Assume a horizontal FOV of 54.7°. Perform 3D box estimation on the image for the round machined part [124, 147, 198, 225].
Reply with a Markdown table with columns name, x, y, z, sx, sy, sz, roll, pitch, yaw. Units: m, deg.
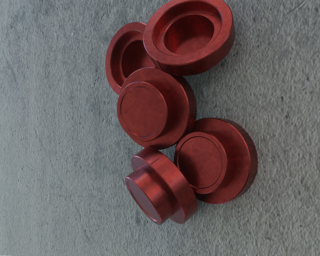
| name | x | y | z | sx | sy | sz | roll | pitch | yaw |
| --- | --- | --- | --- | --- | --- | --- | --- | --- | --- |
| round machined part | -0.005 | 0.074 | 0.365 | 0.098 | 0.042 | 0.097 | 43 | 154 | 27 |

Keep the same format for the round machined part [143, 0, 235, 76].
| name | x | y | z | sx | sy | sz | roll | pitch | yaw |
| --- | --- | --- | --- | --- | --- | --- | --- | --- | --- |
| round machined part | 0.034 | -0.099 | 0.347 | 0.098 | 0.042 | 0.098 | -8 | 62 | 16 |

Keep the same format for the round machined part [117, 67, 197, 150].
| name | x | y | z | sx | sy | sz | roll | pitch | yaw |
| --- | --- | --- | --- | --- | --- | --- | --- | --- | --- |
| round machined part | -0.011 | -0.021 | 0.359 | 0.098 | 0.042 | 0.097 | 7 | 104 | 30 |

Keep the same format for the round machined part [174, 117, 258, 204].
| name | x | y | z | sx | sy | sz | roll | pitch | yaw |
| --- | --- | --- | --- | --- | --- | --- | --- | --- | --- |
| round machined part | 0.055 | 0.037 | 0.349 | 0.098 | 0.042 | 0.097 | 0 | 90 | 39 |

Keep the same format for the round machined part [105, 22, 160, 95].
| name | x | y | z | sx | sy | sz | roll | pitch | yaw |
| --- | --- | --- | --- | --- | --- | --- | --- | --- | --- |
| round machined part | -0.025 | -0.087 | 0.414 | 0.098 | 0.042 | 0.097 | 0 | 90 | 39 |
